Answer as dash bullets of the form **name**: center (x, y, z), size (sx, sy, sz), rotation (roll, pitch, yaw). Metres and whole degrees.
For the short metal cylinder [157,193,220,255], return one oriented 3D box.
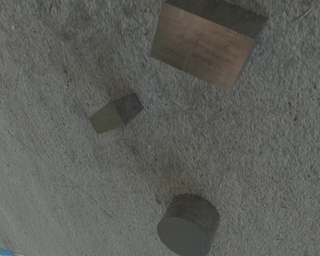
- **short metal cylinder**: center (0.043, 0.144, 0.458), size (0.080, 0.050, 0.079), rotation (13, 124, 21)

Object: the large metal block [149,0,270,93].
- **large metal block**: center (0.048, -0.086, 0.293), size (0.080, 0.080, 0.050), rotation (27, 128, 11)

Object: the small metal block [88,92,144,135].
- **small metal block**: center (-0.058, -0.019, 0.409), size (0.050, 0.050, 0.025), rotation (-16, 110, 34)
